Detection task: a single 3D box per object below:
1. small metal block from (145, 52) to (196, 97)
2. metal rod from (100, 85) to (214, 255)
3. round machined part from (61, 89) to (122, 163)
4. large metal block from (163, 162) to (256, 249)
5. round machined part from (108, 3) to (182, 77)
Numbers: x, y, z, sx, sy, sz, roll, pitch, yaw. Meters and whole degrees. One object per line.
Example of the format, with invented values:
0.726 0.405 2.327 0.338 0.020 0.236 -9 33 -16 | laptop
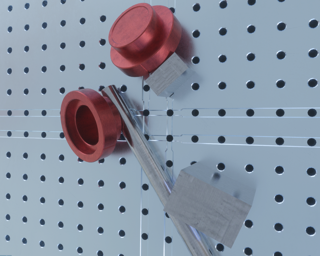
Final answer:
0.015 -0.066 0.393 0.050 0.050 0.025 -42 82 15 | small metal block
0.001 0.073 0.412 0.025 0.025 0.299 -34 79 17 | metal rod
-0.090 -0.006 0.421 0.098 0.042 0.097 17 115 39 | round machined part
0.061 0.084 0.362 0.080 0.080 0.050 25 99 18 | large metal block
-0.026 -0.116 0.390 0.098 0.042 0.098 -18 55 28 | round machined part
